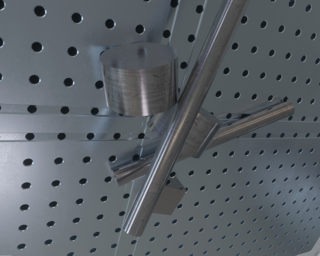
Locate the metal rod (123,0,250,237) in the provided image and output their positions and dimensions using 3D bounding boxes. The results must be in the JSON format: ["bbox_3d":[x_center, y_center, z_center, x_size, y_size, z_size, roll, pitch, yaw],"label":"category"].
[{"bbox_3d":[0.027,-0.014,0.335,0.025,0.025,0.298,16,104,-35],"label":"metal rod"}]

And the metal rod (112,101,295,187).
[{"bbox_3d":[0.075,0.018,0.463,0.302,0.025,0.025,-20,126,-17],"label":"metal rod"}]

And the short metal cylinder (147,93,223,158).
[{"bbox_3d":[0.031,-0.006,0.389,0.080,0.080,0.050,23,106,-37],"label":"short metal cylinder"}]

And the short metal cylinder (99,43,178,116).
[{"bbox_3d":[-0.021,-0.054,0.331,0.081,0.080,0.050,-16,125,-20],"label":"short metal cylinder"}]

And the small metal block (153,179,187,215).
[{"bbox_3d":[0.005,0.105,0.479,0.050,0.025,0.050,19,108,-36],"label":"small metal block"}]
